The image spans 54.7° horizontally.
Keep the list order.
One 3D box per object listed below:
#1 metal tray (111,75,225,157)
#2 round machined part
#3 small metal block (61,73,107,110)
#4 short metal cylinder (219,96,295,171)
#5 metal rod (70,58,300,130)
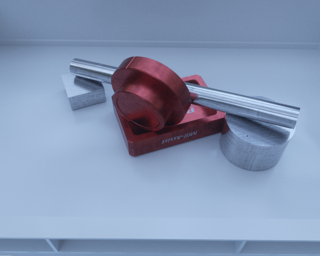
[{"bbox_3d":[0.010,-0.021,0.416,0.131,0.030,0.090,-15,52,-13],"label":"metal tray"},{"bbox_3d":[-0.016,-0.033,0.367,0.098,0.098,0.042,22,61,17],"label":"round machined part"},{"bbox_3d":[-0.111,-0.058,0.450,0.050,0.025,0.050,-17,52,-15],"label":"small metal block"},{"bbox_3d":[0.118,0.006,0.384,0.081,0.050,0.080,0,50,0],"label":"short metal cylinder"},{"bbox_3d":[0.015,-0.049,0.391,0.301,0.025,0.025,16,52,20],"label":"metal rod"}]
